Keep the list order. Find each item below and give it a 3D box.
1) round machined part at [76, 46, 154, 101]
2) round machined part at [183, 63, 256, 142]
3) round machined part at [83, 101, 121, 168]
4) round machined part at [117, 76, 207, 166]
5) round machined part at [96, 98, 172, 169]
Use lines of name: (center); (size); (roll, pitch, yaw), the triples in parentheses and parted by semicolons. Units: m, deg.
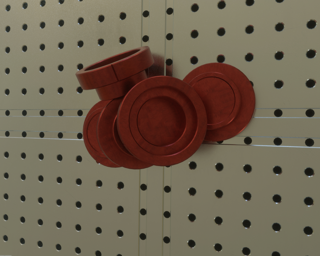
round machined part: (-0.053, -0.068, 0.397); (0.098, 0.098, 0.042); (-13, 111, 19)
round machined part: (0.066, -0.032, 0.380); (0.098, 0.042, 0.097); (0, 90, 19)
round machined part: (-0.065, 0.006, 0.425); (0.098, 0.042, 0.097); (0, 90, 19)
round machined part: (0.000, -0.007, 0.352); (0.099, 0.042, 0.097); (0, 89, -14)
round machined part: (-0.028, 0.003, 0.387); (0.099, 0.042, 0.097); (1, 87, -17)
